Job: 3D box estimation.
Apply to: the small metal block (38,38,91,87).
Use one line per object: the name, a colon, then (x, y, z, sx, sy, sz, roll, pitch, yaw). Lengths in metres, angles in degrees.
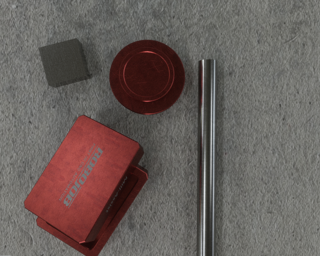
small metal block: (-0.125, -0.085, 0.408, 0.050, 0.025, 0.050, -15, 90, -1)

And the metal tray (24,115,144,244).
metal tray: (-0.090, 0.059, 0.378, 0.090, 0.030, 0.130, 26, 78, 16)

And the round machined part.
round machined part: (-0.016, -0.066, 0.401, 0.099, 0.042, 0.097, 0, 90, -1)

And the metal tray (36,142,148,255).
metal tray: (-0.086, 0.090, 0.406, 0.090, 0.030, 0.130, 33, 90, -1)

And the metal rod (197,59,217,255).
metal rod: (0.062, 0.061, 0.410, 0.025, 0.025, 0.298, 0, 90, -1)
